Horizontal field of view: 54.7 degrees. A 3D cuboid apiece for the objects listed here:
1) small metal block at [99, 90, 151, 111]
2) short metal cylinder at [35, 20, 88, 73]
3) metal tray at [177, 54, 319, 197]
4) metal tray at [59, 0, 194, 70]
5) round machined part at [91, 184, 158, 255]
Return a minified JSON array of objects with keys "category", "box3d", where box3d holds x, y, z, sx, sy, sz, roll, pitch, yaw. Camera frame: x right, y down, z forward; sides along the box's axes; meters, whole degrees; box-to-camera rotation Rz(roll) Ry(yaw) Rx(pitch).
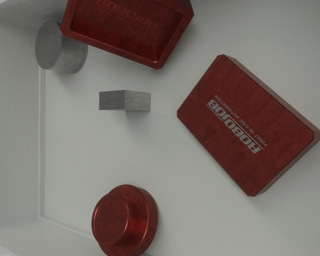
[{"category":"small metal block","box3d":[-0.048,-0.037,0.428,0.050,0.050,0.025,2,91,39]},{"category":"short metal cylinder","box3d":[-0.168,-0.136,0.526,0.080,0.050,0.079,0,90,39]},{"category":"metal tray","box3d":[0.087,-0.005,0.331,0.130,0.030,0.090,50,119,28]},{"category":"metal tray","box3d":[-0.038,-0.129,0.359,0.089,0.131,0.030,-55,29,40]},{"category":"round machined part","box3d":[-0.054,0.125,0.419,0.098,0.042,0.098,-17,60,33]}]
